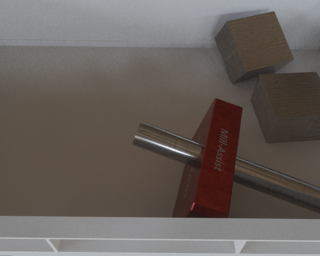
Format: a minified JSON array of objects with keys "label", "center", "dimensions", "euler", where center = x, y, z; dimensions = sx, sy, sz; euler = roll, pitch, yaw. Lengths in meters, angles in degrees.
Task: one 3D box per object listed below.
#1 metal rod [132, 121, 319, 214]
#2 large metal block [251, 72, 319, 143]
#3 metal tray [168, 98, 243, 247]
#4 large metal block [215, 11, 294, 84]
[{"label":"metal rod","center":[0.119,0.057,0.302],"dimensions":[0.302,0.025,0.025],"euler":[20,52,-2]},{"label":"large metal block","center":[0.177,-0.028,0.415],"dimensions":[0.081,0.050,0.080],"euler":[-3,50,-3]},{"label":"metal tray","center":[0.047,0.044,0.319],"dimensions":[0.030,0.089,0.130],"euler":[20,53,-1]},{"label":"large metal block","center":[0.141,-0.122,0.471],"dimensions":[0.081,0.050,0.080],"euler":[-17,82,-14]}]
